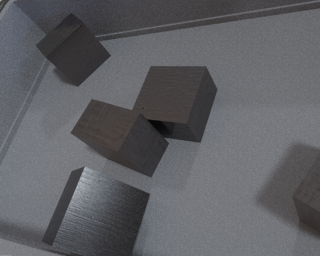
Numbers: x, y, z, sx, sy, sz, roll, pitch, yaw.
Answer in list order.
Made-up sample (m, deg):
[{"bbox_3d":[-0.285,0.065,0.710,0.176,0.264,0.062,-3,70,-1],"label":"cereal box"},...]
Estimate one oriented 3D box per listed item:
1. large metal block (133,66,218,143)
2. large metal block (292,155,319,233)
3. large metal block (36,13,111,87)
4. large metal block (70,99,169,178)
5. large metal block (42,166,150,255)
[{"bbox_3d":[0.019,-0.032,0.400,0.080,0.050,0.080,7,65,31],"label":"large metal block"},{"bbox_3d":[0.158,0.049,0.257,0.050,0.080,0.080,31,79,38],"label":"large metal block"},{"bbox_3d":[-0.146,-0.132,0.528,0.080,0.080,0.050,-44,51,-2],"label":"large metal block"},{"bbox_3d":[-0.048,0.013,0.388,0.080,0.080,0.050,17,71,34],"label":"large metal block"},{"bbox_3d":[-0.068,0.097,0.337,0.050,0.080,0.080,-23,44,57],"label":"large metal block"}]
